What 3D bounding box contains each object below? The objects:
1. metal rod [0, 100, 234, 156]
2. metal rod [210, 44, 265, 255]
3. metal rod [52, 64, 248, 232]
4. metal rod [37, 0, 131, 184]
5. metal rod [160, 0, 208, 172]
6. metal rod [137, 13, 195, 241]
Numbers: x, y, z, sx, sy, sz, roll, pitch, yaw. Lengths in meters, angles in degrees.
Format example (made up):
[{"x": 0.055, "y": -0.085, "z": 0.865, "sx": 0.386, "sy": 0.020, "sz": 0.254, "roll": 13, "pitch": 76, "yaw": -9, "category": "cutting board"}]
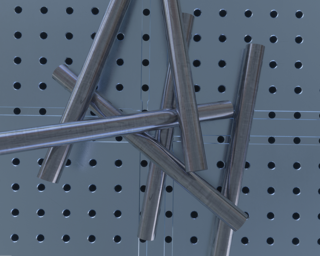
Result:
[{"x": -0.049, "y": -0.003, "z": 0.364, "sx": 0.302, "sy": 0.025, "sz": 0.025, "roll": -9, "pitch": 90, "yaw": -20, "category": "metal rod"}, {"x": 0.102, "y": 0.038, "z": 0.413, "sx": 0.025, "sy": 0.025, "sz": 0.298, "roll": 10, "pitch": 90, "yaw": 0, "category": "metal rod"}, {"x": -0.019, "y": 0.019, "z": 0.390, "sx": 0.300, "sy": 0.025, "sz": 0.025, "roll": 39, "pitch": 90, "yaw": 9, "category": "metal rod"}, {"x": -0.082, "y": -0.079, "z": 0.386, "sx": 0.025, "sy": 0.025, "sz": 0.299, "roll": 19, "pitch": 79, "yaw": 0, "category": "metal rod"}, {"x": 0.022, "y": -0.096, "z": 0.383, "sx": 0.025, "sy": 0.025, "sz": 0.299, "roll": -8, "pitch": 78, "yaw": 0, "category": "metal rod"}, {"x": 0.008, "y": -0.002, "z": 0.413, "sx": 0.025, "sy": 0.025, "sz": 0.299, "roll": 10, "pitch": 90, "yaw": 0, "category": "metal rod"}]
